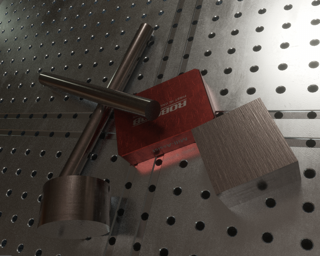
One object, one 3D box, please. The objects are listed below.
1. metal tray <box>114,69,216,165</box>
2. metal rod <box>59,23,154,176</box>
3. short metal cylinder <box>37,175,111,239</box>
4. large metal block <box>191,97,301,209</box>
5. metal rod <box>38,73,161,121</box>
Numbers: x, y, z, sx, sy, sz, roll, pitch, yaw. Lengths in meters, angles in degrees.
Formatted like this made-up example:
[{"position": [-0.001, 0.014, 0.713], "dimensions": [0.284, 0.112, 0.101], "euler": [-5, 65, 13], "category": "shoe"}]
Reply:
[{"position": [0.005, -0.015, 0.410], "dimensions": [0.130, 0.030, 0.090], "euler": [-22, 54, 14], "category": "metal tray"}, {"position": [-0.080, -0.038, 0.471], "dimensions": [0.025, 0.025, 0.300], "euler": [11, 67, 32], "category": "metal rod"}, {"position": [-0.098, 0.095, 0.364], "dimensions": [0.080, 0.080, 0.050], "euler": [-17, 55, 18], "category": "short metal cylinder"}, {"position": [0.089, 0.027, 0.328], "dimensions": [0.080, 0.050, 0.080], "euler": [-26, 53, 12], "category": "large metal block"}, {"position": [-0.110, -0.056, 0.469], "dimensions": [0.300, 0.025, 0.025], "euler": [19, 72, 44], "category": "metal rod"}]
